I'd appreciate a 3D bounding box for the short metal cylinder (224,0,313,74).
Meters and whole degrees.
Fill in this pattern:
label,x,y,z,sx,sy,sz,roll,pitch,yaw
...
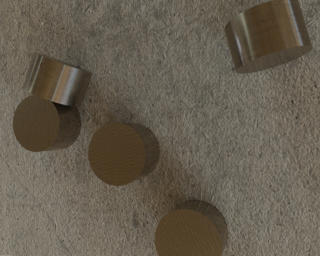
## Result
label,x,y,z,sx,sy,sz,roll,pitch,yaw
short metal cylinder,0.117,-0.097,0.338,0.080,0.080,0.050,-16,85,19

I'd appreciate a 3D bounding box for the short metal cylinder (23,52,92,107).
label,x,y,z,sx,sy,sz,roll,pitch,yaw
short metal cylinder,-0.141,-0.067,0.429,0.080,0.080,0.050,23,98,18

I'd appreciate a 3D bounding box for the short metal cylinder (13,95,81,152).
label,x,y,z,sx,sy,sz,roll,pitch,yaw
short metal cylinder,-0.164,-0.007,0.454,0.080,0.050,0.080,0,90,20

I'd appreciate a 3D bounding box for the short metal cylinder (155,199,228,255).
label,x,y,z,sx,sy,sz,roll,pitch,yaw
short metal cylinder,0.040,0.134,0.381,0.080,0.050,0.080,0,90,20

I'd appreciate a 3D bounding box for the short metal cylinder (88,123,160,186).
label,x,y,z,sx,sy,sz,roll,pitch,yaw
short metal cylinder,-0.047,0.033,0.412,0.080,0.050,0.080,0,90,20
